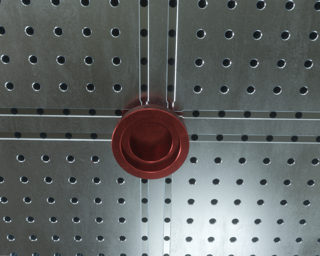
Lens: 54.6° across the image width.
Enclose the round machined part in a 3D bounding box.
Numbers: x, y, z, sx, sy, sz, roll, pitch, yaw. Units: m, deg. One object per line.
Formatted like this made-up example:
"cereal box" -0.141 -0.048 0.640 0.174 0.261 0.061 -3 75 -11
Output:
"round machined part" -0.012 0.015 0.410 0.099 0.042 0.097 0 110 0
